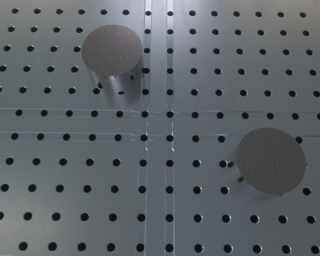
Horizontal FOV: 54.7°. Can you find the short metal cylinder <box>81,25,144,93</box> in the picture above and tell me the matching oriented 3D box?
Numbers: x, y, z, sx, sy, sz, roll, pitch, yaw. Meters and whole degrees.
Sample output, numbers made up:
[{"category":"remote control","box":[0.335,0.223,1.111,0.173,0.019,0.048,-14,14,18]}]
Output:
[{"category":"short metal cylinder","box":[-0.063,-0.095,0.433,0.081,0.050,0.080,0,70,0]}]

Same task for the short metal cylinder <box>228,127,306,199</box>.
[{"category":"short metal cylinder","box":[0.129,0.045,0.383,0.081,0.050,0.080,0,70,0]}]
